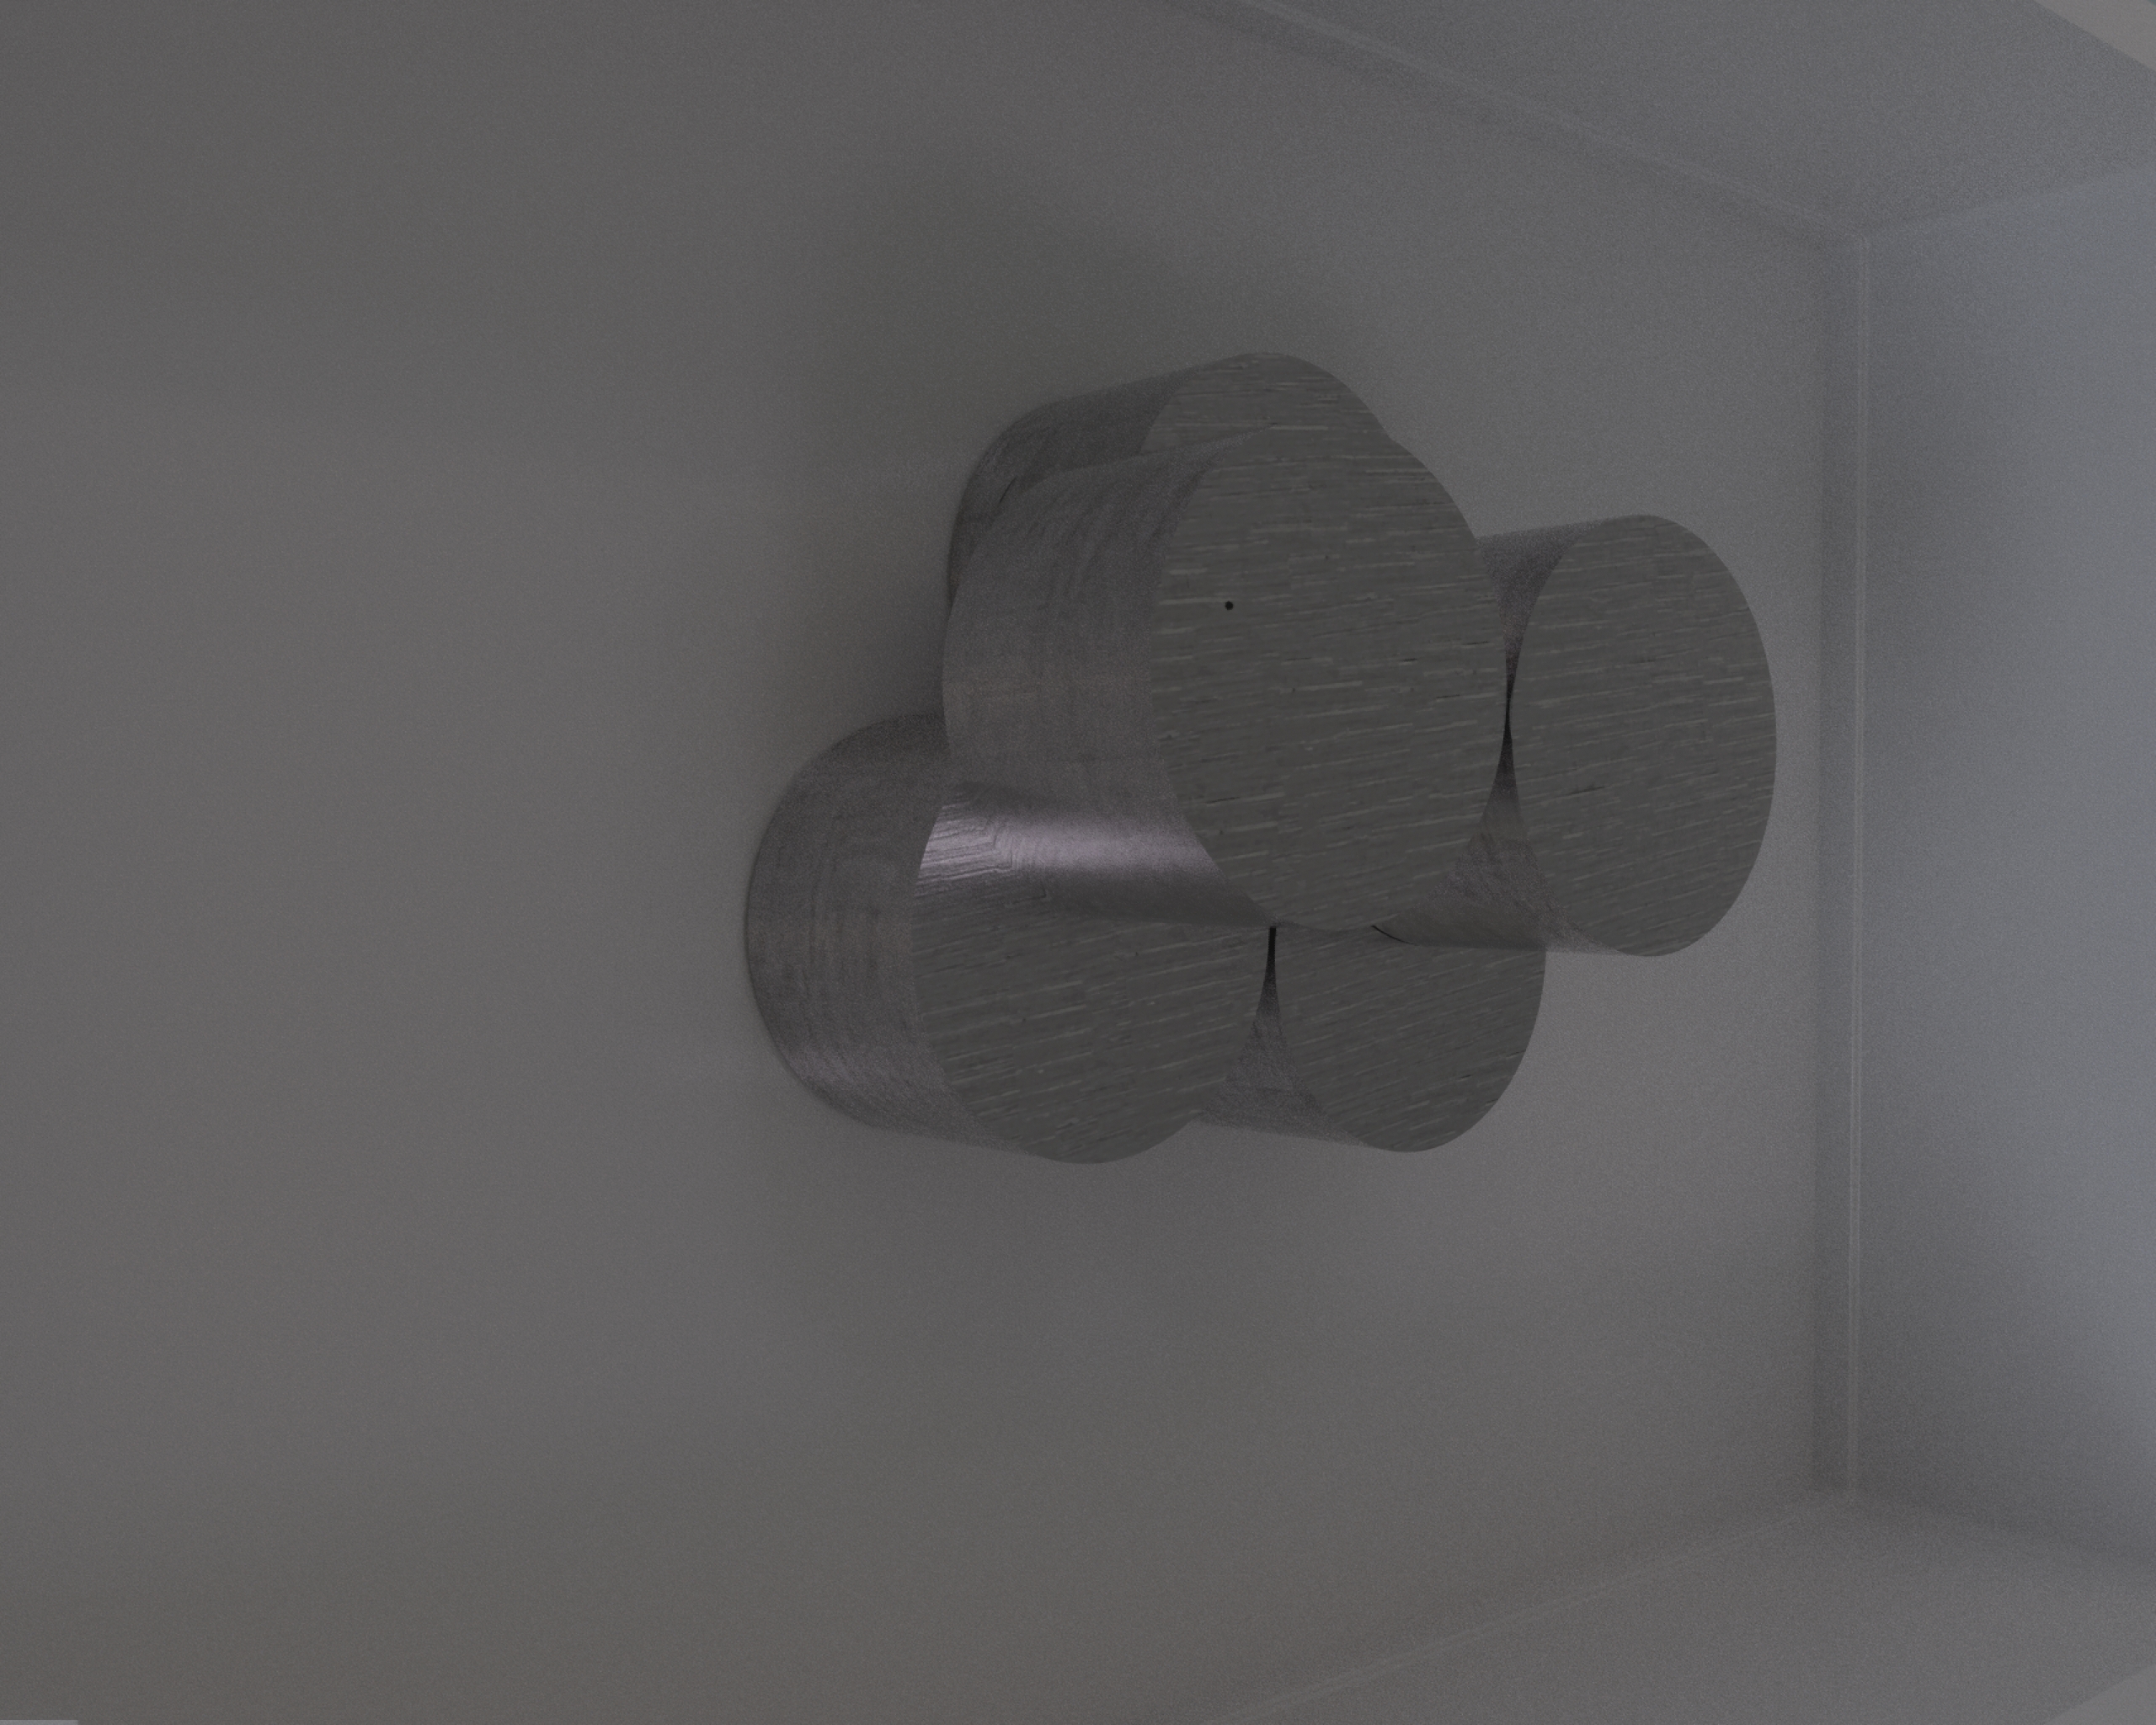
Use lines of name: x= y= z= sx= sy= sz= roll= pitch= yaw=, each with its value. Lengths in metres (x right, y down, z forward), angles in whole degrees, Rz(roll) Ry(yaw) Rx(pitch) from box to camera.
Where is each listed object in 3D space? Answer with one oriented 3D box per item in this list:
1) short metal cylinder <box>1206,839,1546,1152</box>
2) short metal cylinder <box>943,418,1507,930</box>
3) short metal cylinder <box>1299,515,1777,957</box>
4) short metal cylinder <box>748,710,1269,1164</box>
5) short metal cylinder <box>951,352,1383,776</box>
short metal cylinder: x=0.051 y=0.017 z=0.431 sx=0.081 sy=0.050 sz=0.080 roll=0 pitch=90 yaw=-40
short metal cylinder: x=0.025 y=-0.029 z=0.344 sx=0.081 sy=0.050 sz=0.080 roll=0 pitch=90 yaw=-40
short metal cylinder: x=0.088 y=-0.023 z=0.395 sx=0.081 sy=0.050 sz=0.080 roll=0 pitch=90 yaw=-40
short metal cylinder: x=-0.012 y=0.012 z=0.378 sx=0.081 sy=0.050 sz=0.080 roll=0 pitch=90 yaw=-40
short metal cylinder: x=0.023 y=-0.055 z=0.407 sx=0.081 sy=0.050 sz=0.080 roll=0 pitch=90 yaw=-40
